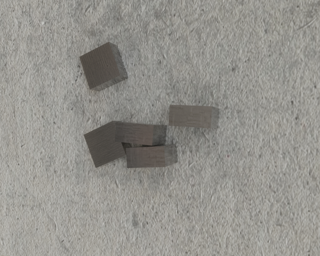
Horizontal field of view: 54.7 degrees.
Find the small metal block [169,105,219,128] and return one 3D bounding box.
[{"bbox_3d":[0.043,-0.014,0.380,0.050,0.050,0.025,4,92,20],"label":"small metal block"}]

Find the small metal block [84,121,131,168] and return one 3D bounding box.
[{"bbox_3d":[-0.072,0.023,0.434,0.050,0.025,0.050,-24,82,18],"label":"small metal block"}]

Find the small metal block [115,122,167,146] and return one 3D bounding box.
[{"bbox_3d":[-0.023,0.007,0.404,0.050,0.050,0.025,5,92,20],"label":"small metal block"}]

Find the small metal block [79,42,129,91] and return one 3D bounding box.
[{"bbox_3d":[-0.079,-0.085,0.437,0.050,0.025,0.050,-21,83,18],"label":"small metal block"}]

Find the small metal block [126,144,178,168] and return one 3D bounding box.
[{"bbox_3d":[-0.009,0.035,0.399,0.050,0.050,0.025,-4,89,20],"label":"small metal block"}]
